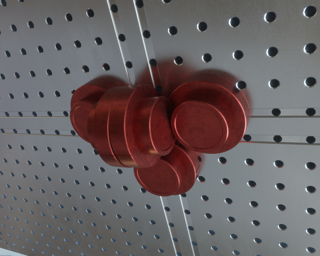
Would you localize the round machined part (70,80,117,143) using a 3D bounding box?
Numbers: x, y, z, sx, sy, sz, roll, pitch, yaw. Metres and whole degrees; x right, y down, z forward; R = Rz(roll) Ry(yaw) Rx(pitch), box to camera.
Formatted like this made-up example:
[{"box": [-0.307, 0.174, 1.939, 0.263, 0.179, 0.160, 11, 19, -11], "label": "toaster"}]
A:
[{"box": [-0.086, -0.015, 0.434, 0.098, 0.042, 0.097, 13, 124, 20], "label": "round machined part"}]

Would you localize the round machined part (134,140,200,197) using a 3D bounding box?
[{"box": [0.003, 0.056, 0.432, 0.098, 0.042, 0.097, 13, 124, 20], "label": "round machined part"}]

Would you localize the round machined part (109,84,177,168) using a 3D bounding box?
[{"box": [-0.013, -0.002, 0.361, 0.042, 0.098, 0.097, -1, 118, 28], "label": "round machined part"}]

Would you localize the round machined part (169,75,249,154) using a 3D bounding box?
[{"box": [0.051, -0.010, 0.365, 0.098, 0.042, 0.097, 13, 124, 20], "label": "round machined part"}]

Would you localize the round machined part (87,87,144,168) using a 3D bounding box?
[{"box": [-0.052, -0.001, 0.381, 0.042, 0.098, 0.097, 1, 119, 27], "label": "round machined part"}]
